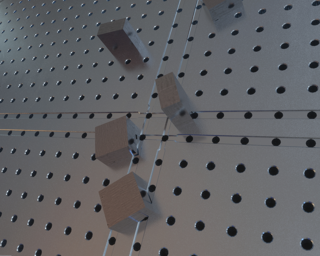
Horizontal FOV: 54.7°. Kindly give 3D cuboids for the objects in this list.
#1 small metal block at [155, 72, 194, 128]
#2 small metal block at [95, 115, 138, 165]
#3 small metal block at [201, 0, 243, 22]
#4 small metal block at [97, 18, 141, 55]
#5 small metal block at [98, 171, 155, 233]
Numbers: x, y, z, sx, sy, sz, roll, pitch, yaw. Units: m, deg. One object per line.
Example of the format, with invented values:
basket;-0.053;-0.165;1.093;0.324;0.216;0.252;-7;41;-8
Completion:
small metal block;0.019;-0.036;0.403;0.025;0.050;0.050;-22;54;15
small metal block;-0.061;0.017;0.428;0.050;0.025;0.050;-20;54;16
small metal block;0.093;-0.201;0.482;0.050;0.025;0.050;-27;53;11
small metal block;-0.068;-0.152;0.519;0.050;0.050;0.025;-4;60;26
small metal block;-0.041;0.089;0.374;0.050;0.025;0.050;-32;52;7
